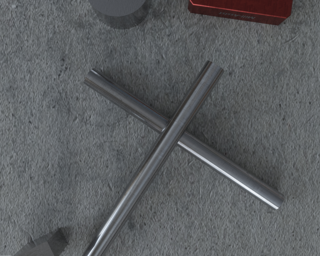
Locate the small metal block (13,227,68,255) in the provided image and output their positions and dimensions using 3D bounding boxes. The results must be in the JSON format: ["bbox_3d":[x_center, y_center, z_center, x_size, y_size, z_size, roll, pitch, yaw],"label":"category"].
[{"bbox_3d":[-0.153,0.157,0.396,0.050,0.050,0.025,-26,90,0],"label":"small metal block"}]

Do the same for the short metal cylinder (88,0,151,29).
[{"bbox_3d":[-0.052,-0.174,0.397,0.081,0.050,0.079,0,90,-1],"label":"short metal cylinder"}]

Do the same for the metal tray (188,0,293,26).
[{"bbox_3d":[0.108,-0.193,0.409,0.131,0.030,0.089,8,90,-1],"label":"metal tray"}]

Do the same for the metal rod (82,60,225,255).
[{"bbox_3d":[-0.013,0.050,0.390,0.025,0.025,0.299,33,97,-1],"label":"metal rod"}]

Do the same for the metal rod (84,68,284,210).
[{"bbox_3d":[0.032,0.015,0.410,0.301,0.025,0.025,34,90,-1],"label":"metal rod"}]
